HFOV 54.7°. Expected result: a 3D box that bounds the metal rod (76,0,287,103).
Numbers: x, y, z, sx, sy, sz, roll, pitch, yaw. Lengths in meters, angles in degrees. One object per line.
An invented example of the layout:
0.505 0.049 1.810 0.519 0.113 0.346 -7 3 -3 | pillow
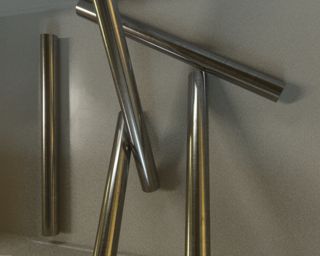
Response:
0.014 -0.107 0.404 0.301 0.025 0.025 28 99 17 | metal rod

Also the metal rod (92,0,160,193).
-0.041 -0.055 0.360 0.025 0.025 0.298 -4 114 19 | metal rod

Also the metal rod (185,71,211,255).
0.040 0.068 0.328 0.025 0.025 0.299 -7 62 19 | metal rod

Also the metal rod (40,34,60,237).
-0.166 0.010 0.467 0.025 0.025 0.298 -1 90 19 | metal rod

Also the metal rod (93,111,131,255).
-0.056 0.108 0.348 0.025 0.025 0.300 -8 55 19 | metal rod
